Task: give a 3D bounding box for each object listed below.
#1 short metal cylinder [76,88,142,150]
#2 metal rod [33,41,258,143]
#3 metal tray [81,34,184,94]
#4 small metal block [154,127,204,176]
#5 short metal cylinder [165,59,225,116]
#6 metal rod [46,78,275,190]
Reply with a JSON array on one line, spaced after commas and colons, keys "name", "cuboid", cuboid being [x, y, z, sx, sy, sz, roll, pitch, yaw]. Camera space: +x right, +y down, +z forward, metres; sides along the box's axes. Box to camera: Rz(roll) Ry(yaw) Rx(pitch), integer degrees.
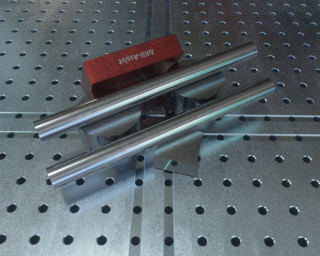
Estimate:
[{"name": "short metal cylinder", "cuboid": [-0.063, -0.005, 0.395, 0.081, 0.050, 0.080, 0, 50, 0]}, {"name": "metal rod", "cuboid": [-0.002, -0.053, 0.385, 0.302, 0.025, 0.025, -24, 54, -19]}, {"name": "metal tray", "cuboid": [-0.041, -0.081, 0.431, 0.131, 0.090, 0.030, -23, 86, -19]}, {"name": "small metal block", "cuboid": [0.024, 0.027, 0.384, 0.050, 0.025, 0.050, 12, 51, 9]}, {"name": "short metal cylinder", "cuboid": [0.047, -0.052, 0.436, 0.081, 0.050, 0.080, 0, 50, 0]}, {"name": "metal rod", "cuboid": [0.016, -0.002, 0.375, 0.302, 0.025, 0.025, -23, 54, -19]}]
